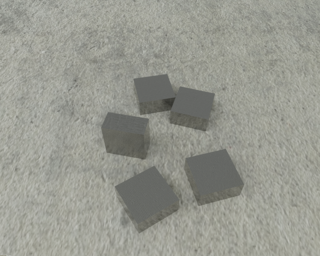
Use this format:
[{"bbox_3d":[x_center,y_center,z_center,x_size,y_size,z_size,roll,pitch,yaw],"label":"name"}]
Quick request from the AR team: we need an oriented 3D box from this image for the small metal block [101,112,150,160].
[{"bbox_3d":[-0.040,0.010,0.378,0.050,0.050,0.025,9,51,7],"label":"small metal block"}]

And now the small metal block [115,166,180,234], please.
[{"bbox_3d":[-0.014,0.077,0.338,0.050,0.025,0.050,-26,55,-20],"label":"small metal block"}]

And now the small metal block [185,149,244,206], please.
[{"bbox_3d":[0.061,0.056,0.357,0.050,0.025,0.050,-12,51,-10],"label":"small metal block"}]

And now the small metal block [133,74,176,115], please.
[{"bbox_3d":[-0.008,-0.049,0.444,0.050,0.025,0.050,-9,51,-8],"label":"small metal block"}]

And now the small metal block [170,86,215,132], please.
[{"bbox_3d":[0.045,-0.027,0.427,0.050,0.025,0.050,13,51,10],"label":"small metal block"}]
